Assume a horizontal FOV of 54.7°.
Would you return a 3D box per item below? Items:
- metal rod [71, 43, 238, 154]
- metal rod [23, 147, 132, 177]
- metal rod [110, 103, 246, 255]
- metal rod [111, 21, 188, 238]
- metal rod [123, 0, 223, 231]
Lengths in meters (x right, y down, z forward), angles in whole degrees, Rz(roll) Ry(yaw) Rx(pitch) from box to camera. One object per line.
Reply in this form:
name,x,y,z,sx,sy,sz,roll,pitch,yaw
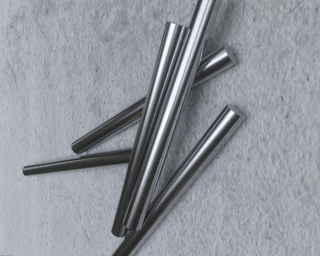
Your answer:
metal rod,-0.029,-0.025,0.426,0.299,0.025,0.025,-28,73,36
metal rod,-0.146,0.062,0.522,0.300,0.025,0.025,-12,83,39
metal rod,0.007,0.093,0.397,0.025,0.025,0.298,49,118,28
metal rod,-0.020,0.018,0.396,0.025,0.025,0.298,33,117,35
metal rod,0.011,-0.012,0.360,0.025,0.025,0.298,30,108,36
